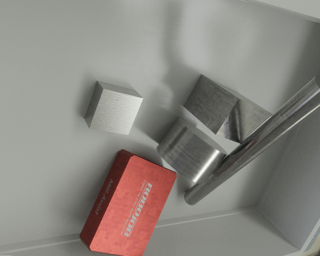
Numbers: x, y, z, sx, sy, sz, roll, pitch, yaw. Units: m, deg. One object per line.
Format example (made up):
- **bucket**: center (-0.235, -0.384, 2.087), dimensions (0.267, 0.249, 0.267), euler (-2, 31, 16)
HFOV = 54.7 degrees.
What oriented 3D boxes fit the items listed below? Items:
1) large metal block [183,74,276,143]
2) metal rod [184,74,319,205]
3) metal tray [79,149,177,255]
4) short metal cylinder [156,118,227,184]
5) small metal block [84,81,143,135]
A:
- **large metal block**: center (0.092, -0.022, 0.412), dimensions (0.081, 0.080, 0.050), euler (18, 109, -36)
- **metal rod**: center (0.101, 0.039, 0.397), dimensions (0.025, 0.025, 0.298), euler (-6, 151, -26)
- **metal tray**: center (-0.040, 0.105, 0.422), dimensions (0.090, 0.030, 0.130), euler (29, 82, -38)
- **short metal cylinder**: center (0.043, 0.030, 0.417), dimensions (0.080, 0.080, 0.050), euler (28, 103, -38)
- **small metal block**: center (-0.055, -0.023, 0.366), dimensions (0.050, 0.025, 0.050), euler (11, 113, -33)
